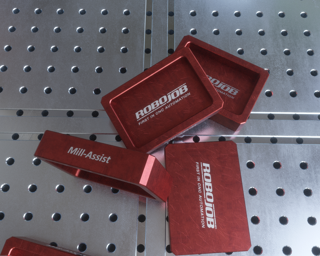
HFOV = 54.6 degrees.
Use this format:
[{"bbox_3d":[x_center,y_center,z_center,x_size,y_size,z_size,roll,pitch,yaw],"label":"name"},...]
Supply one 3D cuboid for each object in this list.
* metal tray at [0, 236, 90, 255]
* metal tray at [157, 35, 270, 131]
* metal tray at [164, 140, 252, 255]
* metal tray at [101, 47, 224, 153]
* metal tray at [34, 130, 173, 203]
[{"bbox_3d":[-0.119,0.182,0.342,0.131,0.030,0.090,14,71,5],"label":"metal tray"},{"bbox_3d":[0.072,-0.064,0.432,0.130,0.030,0.090,27,72,9],"label":"metal tray"},{"bbox_3d":[0.054,0.083,0.379,0.090,0.030,0.130,-3,70,-1],"label":"metal tray"},{"bbox_3d":[0.003,-0.031,0.395,0.130,0.030,0.090,-31,82,5],"label":"metal tray"},{"bbox_3d":[-0.059,0.044,0.344,0.130,0.090,0.030,11,70,20],"label":"metal tray"}]
